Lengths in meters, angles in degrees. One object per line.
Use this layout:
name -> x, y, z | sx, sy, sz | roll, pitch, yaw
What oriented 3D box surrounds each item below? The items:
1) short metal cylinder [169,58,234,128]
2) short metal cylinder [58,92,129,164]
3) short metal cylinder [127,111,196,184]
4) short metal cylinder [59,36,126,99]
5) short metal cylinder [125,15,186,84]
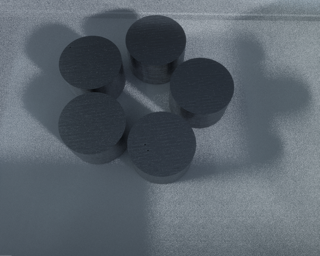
short metal cylinder -> 0.053, -0.045, 0.411 | 0.081, 0.050, 0.080 | 0, 70, 0
short metal cylinder -> -0.081, 0.001, 0.393 | 0.081, 0.050, 0.080 | 0, 70, 0
short metal cylinder -> 0.002, 0.026, 0.385 | 0.081, 0.050, 0.080 | 0, 70, 0
short metal cylinder -> -0.089, -0.077, 0.422 | 0.081, 0.050, 0.080 | 0, 70, 0
short metal cylinder -> -0.005, -0.109, 0.434 | 0.081, 0.050, 0.080 | 0, 70, 0
